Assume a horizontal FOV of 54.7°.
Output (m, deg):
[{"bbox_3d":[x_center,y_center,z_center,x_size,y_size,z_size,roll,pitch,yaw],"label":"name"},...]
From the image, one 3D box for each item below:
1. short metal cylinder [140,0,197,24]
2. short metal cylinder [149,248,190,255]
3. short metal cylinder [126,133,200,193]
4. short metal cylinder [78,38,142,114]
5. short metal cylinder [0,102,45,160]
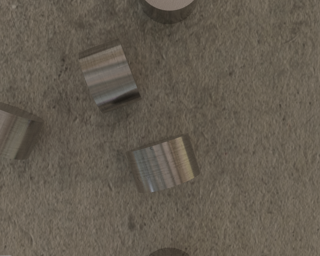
[{"bbox_3d":[0.011,-0.181,0.398,0.081,0.050,0.079,0,90,-1],"label":"short metal cylinder"},{"bbox_3d":[0.013,0.203,0.398,0.081,0.050,0.079,0,90,-1],"label":"short metal cylinder"},{"bbox_3d":[0.004,0.042,0.383,0.080,0.080,0.050,-17,90,0],"label":"short metal cylinder"},{"bbox_3d":[-0.060,-0.064,0.382,0.050,0.080,0.080,-20,90,0],"label":"short metal cylinder"},{"bbox_3d":[-0.192,0.000,0.380,0.080,0.080,0.050,23,90,-1],"label":"short metal cylinder"}]
